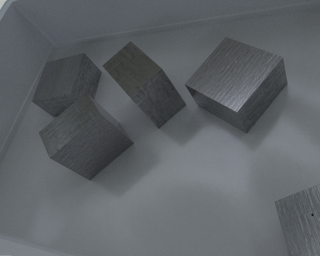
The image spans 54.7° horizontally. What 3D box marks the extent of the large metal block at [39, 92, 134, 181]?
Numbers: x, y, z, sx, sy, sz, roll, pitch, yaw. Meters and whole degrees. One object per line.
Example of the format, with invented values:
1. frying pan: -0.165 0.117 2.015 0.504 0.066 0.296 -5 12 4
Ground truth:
1. large metal block: -0.096 0.013 0.413 0.080 0.080 0.050 -41 51 0

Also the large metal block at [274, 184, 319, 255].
1. large metal block: 0.146 0.086 0.237 0.080 0.050 0.080 -42 41 44

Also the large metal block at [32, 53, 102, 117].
1. large metal block: -0.152 -0.069 0.512 0.080 0.050 0.080 -7 59 25

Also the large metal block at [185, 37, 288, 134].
1. large metal block: 0.092 -0.053 0.374 0.080 0.050 0.080 -49 52 -7

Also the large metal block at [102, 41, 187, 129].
1. large metal block: -0.020 -0.057 0.416 0.050 0.080 0.080 -42 51 0
